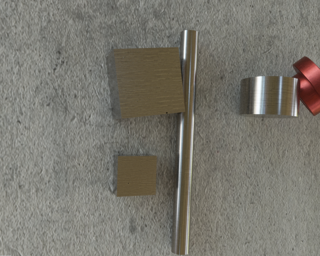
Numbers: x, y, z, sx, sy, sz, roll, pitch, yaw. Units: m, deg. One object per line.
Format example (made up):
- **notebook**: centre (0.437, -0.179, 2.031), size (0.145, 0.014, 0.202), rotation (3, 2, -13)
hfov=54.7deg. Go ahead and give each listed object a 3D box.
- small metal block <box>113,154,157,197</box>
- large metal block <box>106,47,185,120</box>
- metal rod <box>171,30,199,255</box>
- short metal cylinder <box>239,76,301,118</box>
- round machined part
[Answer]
- **small metal block**: centre (-0.033, 0.060, 0.398), size (0.050, 0.025, 0.050), rotation (2, 90, -21)
- **large metal block**: centre (-0.019, -0.055, 0.389), size (0.081, 0.050, 0.079), rotation (-7, 93, -20)
- **metal rod**: centre (0.034, 0.018, 0.422), size (0.025, 0.025, 0.298), rotation (3, 89, -20)
- **short metal cylinder**: centre (0.154, -0.041, 0.439), size (0.081, 0.080, 0.050), rotation (4, 89, -20)
- **round machined part**: centre (0.230, -0.057, 0.468), size (0.042, 0.098, 0.098), rotation (-38, 105, 21)
